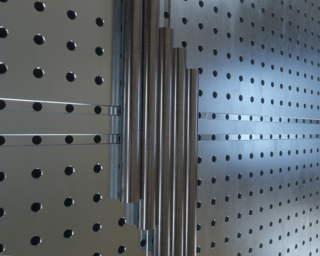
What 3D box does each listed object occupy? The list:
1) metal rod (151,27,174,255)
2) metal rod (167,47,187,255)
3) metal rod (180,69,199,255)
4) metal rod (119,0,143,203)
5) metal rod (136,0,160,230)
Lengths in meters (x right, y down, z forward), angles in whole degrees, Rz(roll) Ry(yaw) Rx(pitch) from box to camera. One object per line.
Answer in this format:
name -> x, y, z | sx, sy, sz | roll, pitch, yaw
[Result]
metal rod -> 0.004, 0.018, 0.413 | 0.025, 0.025, 0.298 | 2, 89, -40
metal rod -> 0.022, 0.040, 0.429 | 0.025, 0.025, 0.298 | 2, 89, -40
metal rod -> 0.041, 0.066, 0.445 | 0.025, 0.025, 0.298 | 2, 89, -40
metal rod -> -0.035, -0.060, 0.381 | 0.025, 0.025, 0.298 | 1, 89, -40
metal rod -> -0.015, -0.023, 0.397 | 0.025, 0.025, 0.298 | 2, 89, -40
